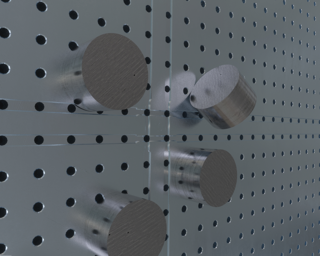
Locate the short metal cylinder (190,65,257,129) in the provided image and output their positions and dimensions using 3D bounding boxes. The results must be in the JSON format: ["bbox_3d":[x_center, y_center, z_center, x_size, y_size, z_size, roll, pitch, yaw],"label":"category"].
[{"bbox_3d":[0.091,-0.045,0.449,0.050,0.080,0.080,42,65,-32],"label":"short metal cylinder"}]

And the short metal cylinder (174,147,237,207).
[{"bbox_3d":[0.067,0.069,0.448,0.081,0.050,0.079,0,90,-40],"label":"short metal cylinder"}]

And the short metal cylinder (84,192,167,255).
[{"bbox_3d":[-0.039,0.119,0.360,0.081,0.050,0.079,0,90,-40],"label":"short metal cylinder"}]

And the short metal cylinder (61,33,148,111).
[{"bbox_3d":[-0.060,-0.059,0.342,0.081,0.050,0.079,0,90,-40],"label":"short metal cylinder"}]
